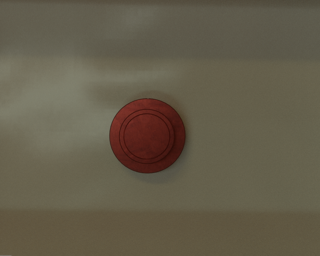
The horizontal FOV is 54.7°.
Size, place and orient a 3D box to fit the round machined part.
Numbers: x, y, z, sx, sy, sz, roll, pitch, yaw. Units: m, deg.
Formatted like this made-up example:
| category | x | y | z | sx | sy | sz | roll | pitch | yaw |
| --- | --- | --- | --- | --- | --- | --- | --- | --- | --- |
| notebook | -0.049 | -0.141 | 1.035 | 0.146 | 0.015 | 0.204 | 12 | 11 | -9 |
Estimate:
| category | x | y | z | sx | sy | sz | roll | pitch | yaw |
| --- | --- | --- | --- | --- | --- | --- | --- | --- | --- |
| round machined part | -0.016 | 0.010 | 0.399 | 0.099 | 0.042 | 0.097 | 0 | 90 | -1 |
